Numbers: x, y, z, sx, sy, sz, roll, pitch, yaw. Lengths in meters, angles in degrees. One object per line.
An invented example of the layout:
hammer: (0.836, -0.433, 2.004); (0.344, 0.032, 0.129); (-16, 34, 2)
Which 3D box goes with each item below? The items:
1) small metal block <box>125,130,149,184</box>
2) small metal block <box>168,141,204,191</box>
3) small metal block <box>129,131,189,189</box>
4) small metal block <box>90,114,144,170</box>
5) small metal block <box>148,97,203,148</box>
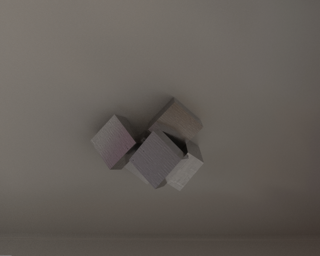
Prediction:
small metal block: (-0.019, 0.040, 0.424); (0.050, 0.025, 0.050); (40, 105, -14)
small metal block: (0.030, 0.047, 0.414); (0.025, 0.050, 0.050); (34, 106, -12)
small metal block: (-0.002, 0.039, 0.384); (0.050, 0.025, 0.050); (45, 106, 20)
small metal block: (-0.055, 0.019, 0.403); (0.050, 0.025, 0.050); (-46, 66, 15)
small metal block: (0.020, -0.004, 0.408); (0.050, 0.025, 0.050); (40, 105, -14)
